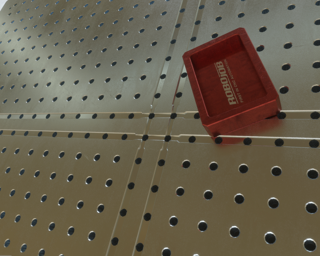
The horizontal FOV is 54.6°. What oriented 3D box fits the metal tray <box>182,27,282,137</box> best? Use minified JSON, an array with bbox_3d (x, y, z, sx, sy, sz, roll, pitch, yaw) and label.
[{"bbox_3d":[0.087,-0.061,0.397,0.090,0.030,0.130,-22,53,15],"label":"metal tray"}]
